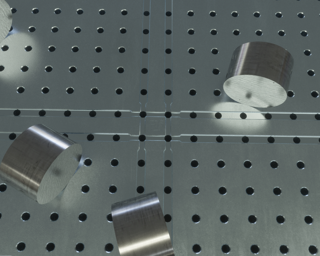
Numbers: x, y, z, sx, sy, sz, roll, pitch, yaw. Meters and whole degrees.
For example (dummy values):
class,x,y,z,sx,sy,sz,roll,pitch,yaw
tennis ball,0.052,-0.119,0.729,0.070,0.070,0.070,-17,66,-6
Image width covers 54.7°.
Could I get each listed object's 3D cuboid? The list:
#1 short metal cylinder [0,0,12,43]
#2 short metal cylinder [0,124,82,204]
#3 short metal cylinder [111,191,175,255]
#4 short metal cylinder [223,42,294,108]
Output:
class,x,y,z,sx,sy,sz,roll,pitch,yaw
short metal cylinder,-0.261,-0.158,0.437,0.050,0.080,0.080,32,73,10
short metal cylinder,-0.137,0.042,0.366,0.050,0.080,0.080,28,72,9
short metal cylinder,-0.018,0.115,0.340,0.050,0.080,0.080,-15,71,-6
short metal cylinder,0.130,-0.068,0.409,0.080,0.080,0.050,17,71,6
